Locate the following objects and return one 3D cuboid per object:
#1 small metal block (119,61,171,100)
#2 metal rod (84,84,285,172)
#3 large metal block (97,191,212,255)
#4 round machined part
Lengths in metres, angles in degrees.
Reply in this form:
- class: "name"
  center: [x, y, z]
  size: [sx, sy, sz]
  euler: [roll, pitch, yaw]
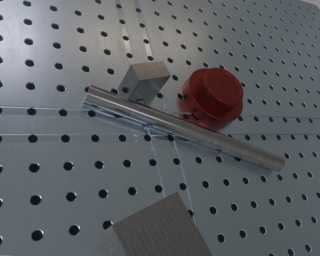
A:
- class: "small metal block"
  center: [-0.021, -0.063, 0.419]
  size: [0.050, 0.050, 0.025]
  euler: [-15, 70, -34]
- class: "metal rod"
  center: [0.046, 0.006, 0.429]
  size: [0.302, 0.025, 0.025]
  euler: [20, 54, -17]
- class: "large metal block"
  center: [-0.004, 0.123, 0.315]
  size: [0.081, 0.050, 0.080]
  euler: [-19, 72, -35]
- class: "round machined part"
  center: [0.088, -0.054, 0.478]
  size: [0.099, 0.042, 0.098]
  euler: [14, 56, -21]
